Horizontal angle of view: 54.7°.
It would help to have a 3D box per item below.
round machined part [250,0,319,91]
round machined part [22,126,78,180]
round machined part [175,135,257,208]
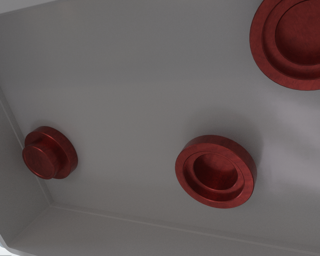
[{"bbox_3d":[0.133,-0.086,0.274,0.098,0.042,0.097,13,124,21],"label":"round machined part"},{"bbox_3d":[-0.194,0.049,0.531,0.098,0.042,0.097,13,124,21],"label":"round machined part"},{"bbox_3d":[0.072,0.050,0.391,0.098,0.042,0.097,13,124,21],"label":"round machined part"}]
